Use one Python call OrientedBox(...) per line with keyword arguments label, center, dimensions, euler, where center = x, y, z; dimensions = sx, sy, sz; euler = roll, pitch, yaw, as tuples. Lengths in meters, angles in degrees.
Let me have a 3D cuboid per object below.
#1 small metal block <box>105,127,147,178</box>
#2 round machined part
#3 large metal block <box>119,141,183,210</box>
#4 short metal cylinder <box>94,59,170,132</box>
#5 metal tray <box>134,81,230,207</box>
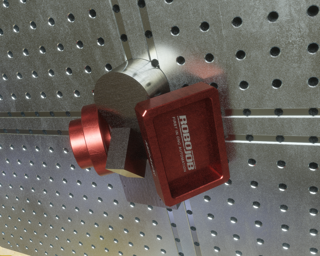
OrientedBox(label="small metal block", center=(-0.038, 0.031, 0.380), dimensions=(0.025, 0.050, 0.050), euler=(-2, 160, 26))
OrientedBox(label="round machined part", center=(-0.091, 0.018, 0.418), dimensions=(0.042, 0.098, 0.097), euler=(-14, 116, -2))
OrientedBox(label="large metal block", center=(-0.009, 0.063, 0.438), dimensions=(0.080, 0.050, 0.080), euler=(2, 120, 27))
OrientedBox(label="short metal cylinder", center=(-0.034, -0.040, 0.387), dimensions=(0.080, 0.050, 0.079), euler=(13, 124, 21))
OrientedBox(label="metal tray", center=(0.030, 0.020, 0.368), dimensions=(0.030, 0.091, 0.129), euler=(-137, 31, -60))
